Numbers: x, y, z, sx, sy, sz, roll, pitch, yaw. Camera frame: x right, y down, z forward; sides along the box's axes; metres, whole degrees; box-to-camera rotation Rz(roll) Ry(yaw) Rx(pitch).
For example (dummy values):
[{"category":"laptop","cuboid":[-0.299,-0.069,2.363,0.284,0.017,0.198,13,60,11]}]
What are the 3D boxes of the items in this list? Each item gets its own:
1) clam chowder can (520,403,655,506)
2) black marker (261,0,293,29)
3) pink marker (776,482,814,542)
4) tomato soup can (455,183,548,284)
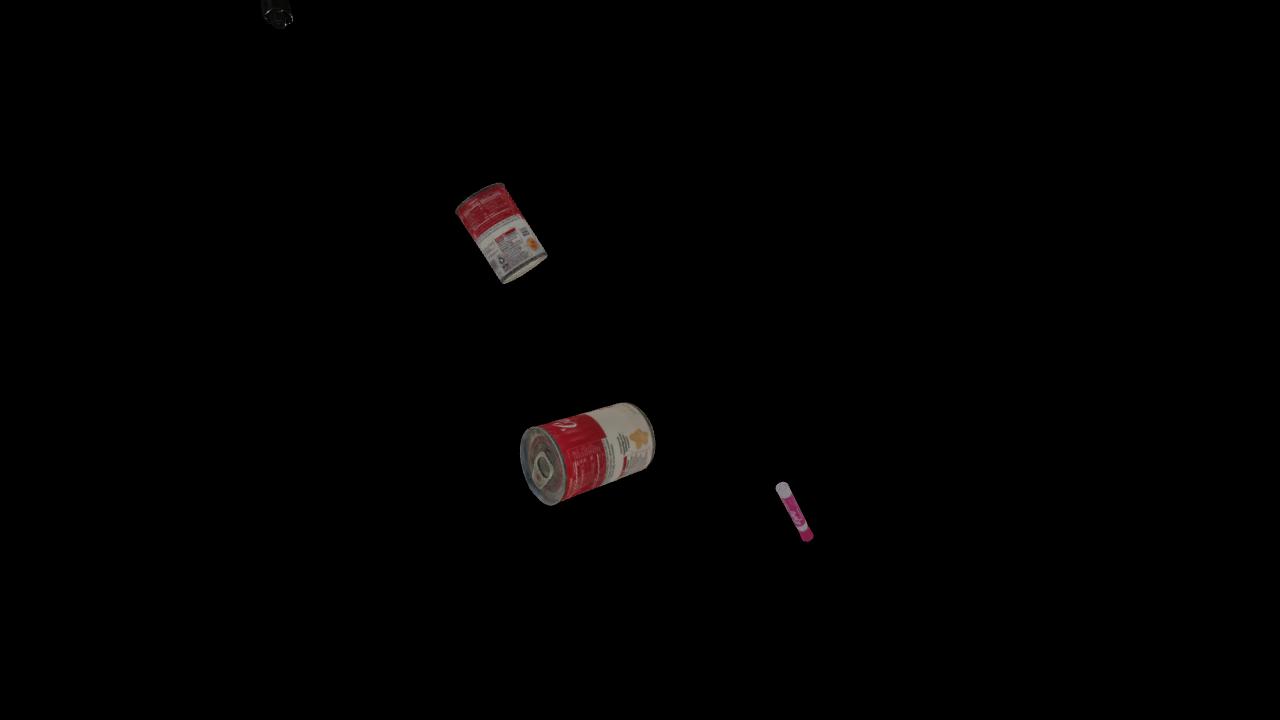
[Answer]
[{"category":"clam chowder can","cuboid":[-0.044,0.080,0.542,0.102,0.068,0.068,-12,8,-40]},{"category":"black marker","cuboid":[-0.263,-0.290,0.432,0.020,0.121,0.020,-12,-7,-1]},{"category":"pink marker","cuboid":[0.224,0.221,0.886,0.020,0.121,0.020,-23,31,14]},{"category":"tomato soup can","cuboid":[-0.164,-0.151,0.738,0.068,0.101,0.068,-32,6,4]}]
